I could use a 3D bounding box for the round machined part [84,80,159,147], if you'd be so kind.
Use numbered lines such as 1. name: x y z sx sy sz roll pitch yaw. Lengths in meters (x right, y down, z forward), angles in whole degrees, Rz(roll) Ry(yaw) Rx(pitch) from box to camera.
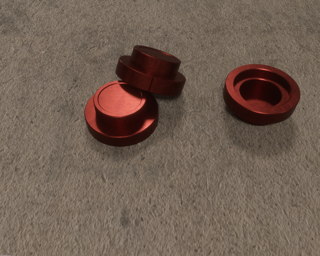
1. round machined part: -0.051 -0.026 0.414 0.099 0.042 0.098 0 50 0

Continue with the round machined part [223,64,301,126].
1. round machined part: 0.137 -0.041 0.429 0.099 0.042 0.098 0 50 0

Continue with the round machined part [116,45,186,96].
1. round machined part: -0.009 -0.085 0.435 0.099 0.042 0.098 17 23 -7
